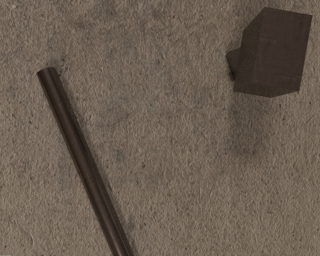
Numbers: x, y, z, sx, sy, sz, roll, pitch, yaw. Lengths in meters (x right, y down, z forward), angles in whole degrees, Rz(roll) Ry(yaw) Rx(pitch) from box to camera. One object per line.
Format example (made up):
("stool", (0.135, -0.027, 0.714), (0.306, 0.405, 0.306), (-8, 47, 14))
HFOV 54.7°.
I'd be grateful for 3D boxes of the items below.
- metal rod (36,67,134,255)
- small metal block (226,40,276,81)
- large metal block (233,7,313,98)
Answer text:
("metal rod", (-0.092, 0.063, 0.408), (0.025, 0.025, 0.299), (-23, 90, 0))
("small metal block", (0.122, -0.084, 0.412), (0.050, 0.025, 0.050), (-18, 90, -1))
("large metal block", (0.126, -0.082, 0.359), (0.050, 0.080, 0.080), (10, 90, -1))
